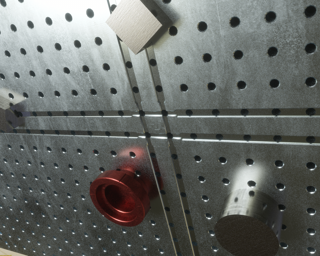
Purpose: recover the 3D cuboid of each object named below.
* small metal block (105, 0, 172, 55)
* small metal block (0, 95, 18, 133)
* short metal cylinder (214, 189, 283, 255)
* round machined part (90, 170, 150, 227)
[{"bbox_3d":[-0.025,-0.120,0.349,0.050,0.025,0.050,47,129,-5],"label":"small metal block"},{"bbox_3d":[-0.277,-0.027,0.537,0.050,0.025,0.050,25,127,12],"label":"small metal block"},{"bbox_3d":[0.119,0.128,0.411,0.080,0.050,0.079,13,124,20],"label":"short metal cylinder"},{"bbox_3d":[-0.059,0.106,0.496,0.098,0.042,0.097,13,124,20],"label":"round machined part"}]
